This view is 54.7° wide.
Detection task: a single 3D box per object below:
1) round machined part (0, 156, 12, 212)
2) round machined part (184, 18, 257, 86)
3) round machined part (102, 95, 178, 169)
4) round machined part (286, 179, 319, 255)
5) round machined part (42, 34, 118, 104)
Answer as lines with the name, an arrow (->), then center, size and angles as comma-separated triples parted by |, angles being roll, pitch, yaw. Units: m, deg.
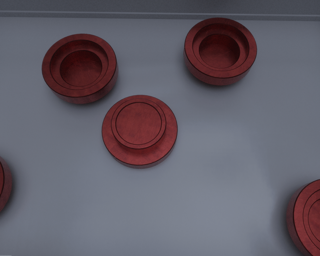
round machined part -> -0.227, 0.072, 0.372 | 0.099, 0.042, 0.098 | 0, 70, 0
round machined part -> 0.082, -0.103, 0.439 | 0.099, 0.042, 0.098 | 0, 70, 0
round machined part -> -0.026, 0.001, 0.400 | 0.099, 0.042, 0.098 | 0, 70, 0
round machined part -> 0.196, 0.111, 0.361 | 0.099, 0.042, 0.098 | 0, 70, 0
round machined part -> -0.106, -0.077, 0.428 | 0.099, 0.042, 0.098 | 0, 70, 0
